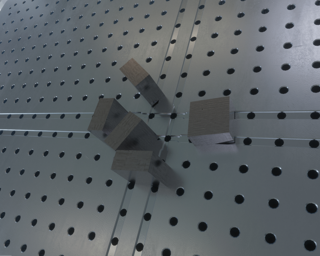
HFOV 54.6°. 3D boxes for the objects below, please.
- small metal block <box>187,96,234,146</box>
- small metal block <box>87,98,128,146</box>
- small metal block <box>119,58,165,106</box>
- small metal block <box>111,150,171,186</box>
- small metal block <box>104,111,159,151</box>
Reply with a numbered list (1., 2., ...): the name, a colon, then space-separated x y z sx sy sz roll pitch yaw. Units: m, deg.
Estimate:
1. small metal block: 0.063 -0.008 0.381 0.050 0.025 0.050 -7 59 24
2. small metal block: -0.069 -0.007 0.434 0.025 0.050 0.050 2 63 29
3. small metal block: -0.026 -0.066 0.448 0.025 0.050 0.050 -41 51 1
4. small metal block: -0.022 0.049 0.375 0.050 0.050 0.025 -1 62 28
5. small metal block: -0.036 0.014 0.403 0.025 0.050 0.050 34 81 38
